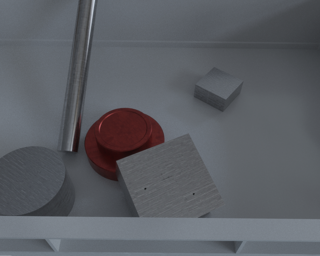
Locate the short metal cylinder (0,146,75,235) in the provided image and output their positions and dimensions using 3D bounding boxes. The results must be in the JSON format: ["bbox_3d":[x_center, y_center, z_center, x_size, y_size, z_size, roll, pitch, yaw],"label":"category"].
[{"bbox_3d":[-0.137,0.066,0.331,0.081,0.050,0.080,0,50,0],"label":"short metal cylinder"}]

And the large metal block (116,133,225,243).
[{"bbox_3d":[0.007,0.062,0.322,0.081,0.050,0.080,-20,71,-17],"label":"large metal block"}]

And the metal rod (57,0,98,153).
[{"bbox_3d":[-0.103,-0.116,0.414,0.025,0.025,0.299,4,77,2],"label":"metal rod"}]

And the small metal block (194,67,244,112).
[{"bbox_3d":[0.086,-0.057,0.455,0.050,0.025,0.050,31,56,23],"label":"small metal block"}]

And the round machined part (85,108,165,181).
[{"bbox_3d":[-0.044,0.013,0.382,0.099,0.042,0.098,0,50,0],"label":"round machined part"}]
